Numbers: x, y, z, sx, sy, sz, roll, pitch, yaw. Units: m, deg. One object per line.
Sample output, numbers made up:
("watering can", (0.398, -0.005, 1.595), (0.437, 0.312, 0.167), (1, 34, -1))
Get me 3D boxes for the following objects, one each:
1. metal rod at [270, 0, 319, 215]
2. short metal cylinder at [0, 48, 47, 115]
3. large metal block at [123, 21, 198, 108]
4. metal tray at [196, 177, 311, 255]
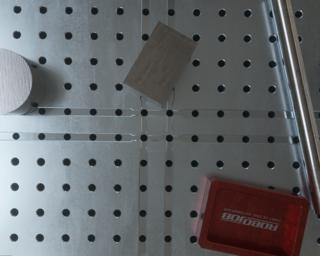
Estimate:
("metal rod", (0.189, -0.034, 0.414), (0.025, 0.025, 0.298), (-12, 90, 0))
("short metal cylinder", (-0.195, -0.057, 0.399), (0.081, 0.050, 0.080), (0, 90, 0))
("large metal block", (0.001, -0.073, 0.386), (0.050, 0.080, 0.080), (30, 90, 0))
("metal tray", (0.121, 0.122, 0.411), (0.131, 0.030, 0.089), (12, 90, 0))
